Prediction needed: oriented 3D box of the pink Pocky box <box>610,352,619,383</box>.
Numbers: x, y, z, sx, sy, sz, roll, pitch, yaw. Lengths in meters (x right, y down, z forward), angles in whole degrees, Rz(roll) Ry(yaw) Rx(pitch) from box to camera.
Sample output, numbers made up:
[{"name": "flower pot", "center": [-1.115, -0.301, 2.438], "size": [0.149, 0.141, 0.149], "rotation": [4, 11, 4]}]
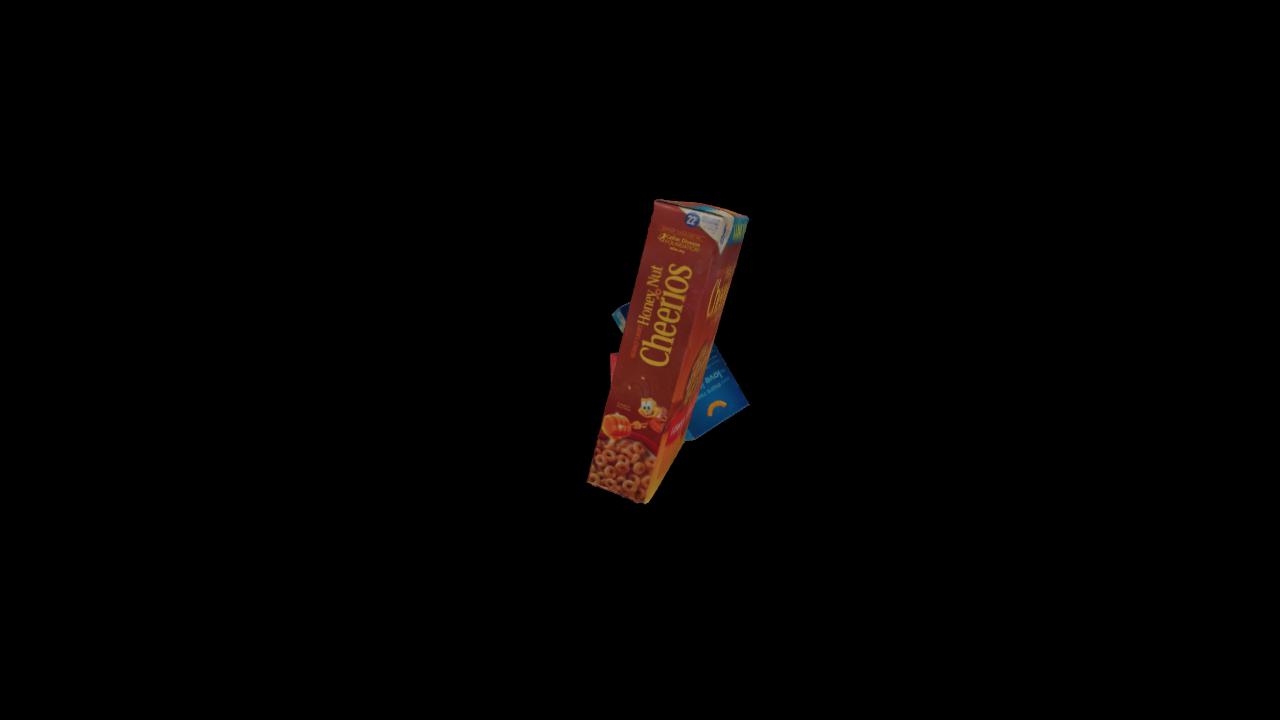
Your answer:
[{"name": "pink Pocky box", "center": [0.002, 0.042, 0.758], "size": [0.029, 0.084, 0.155], "rotation": [-6, 13, -23]}]

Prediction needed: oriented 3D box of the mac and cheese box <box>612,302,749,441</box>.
[{"name": "mac and cheese box", "center": [0.051, -0.001, 0.770], "size": [0.093, 0.184, 0.041], "rotation": [-29, -1, -23]}]

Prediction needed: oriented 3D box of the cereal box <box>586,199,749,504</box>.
[{"name": "cereal box", "center": [0.038, -0.021, 0.689], "size": [0.081, 0.306, 0.203], "rotation": [18, 16, 11]}]
